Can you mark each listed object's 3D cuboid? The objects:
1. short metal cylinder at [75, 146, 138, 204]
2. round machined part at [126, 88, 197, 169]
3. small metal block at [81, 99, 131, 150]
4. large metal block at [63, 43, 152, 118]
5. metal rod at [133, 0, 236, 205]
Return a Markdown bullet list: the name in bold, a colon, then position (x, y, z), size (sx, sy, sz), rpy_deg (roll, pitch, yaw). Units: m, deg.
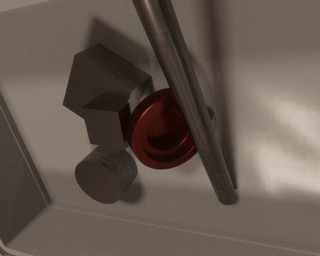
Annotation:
- **short metal cylinder**: position (-0.082, 0.069, 0.477), size (0.080, 0.050, 0.079), rpy_deg (13, 124, 20)
- **round machined part**: position (0.007, -0.003, 0.369), size (0.042, 0.099, 0.097), rpy_deg (-133, 34, -52)
- **small metal block**: position (-0.061, -0.005, 0.372), size (0.050, 0.025, 0.050), rpy_deg (7, 122, 24)
- **large metal block**: position (-0.069, -0.048, 0.398), size (0.080, 0.050, 0.079), rpy_deg (33, 129, 6)
- **metal rod**: position (0.041, 0.000, 0.314), size (0.025, 0.025, 0.299), rpy_deg (2, 142, 27)
